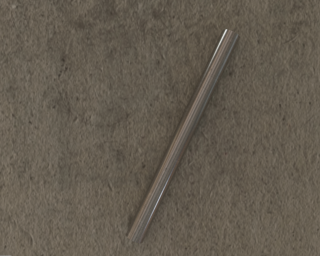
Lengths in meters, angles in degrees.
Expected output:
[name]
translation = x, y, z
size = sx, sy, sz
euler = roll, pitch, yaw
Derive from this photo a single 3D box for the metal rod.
[metal rod]
translation = 0.030, 0.011, 0.410
size = 0.025, 0.025, 0.299
euler = 25, 90, -1
